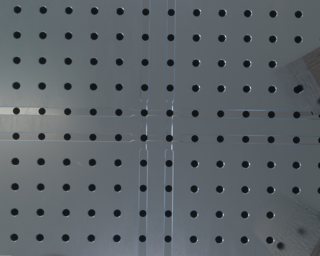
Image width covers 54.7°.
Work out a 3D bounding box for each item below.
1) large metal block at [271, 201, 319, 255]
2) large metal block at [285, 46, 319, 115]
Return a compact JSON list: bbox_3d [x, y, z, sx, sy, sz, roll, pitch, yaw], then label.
[{"bbox_3d":[0.194,0.148,0.387,0.050,0.080,0.080,28,90,0],"label":"large metal block"},{"bbox_3d":[0.228,-0.072,0.402,0.080,0.050,0.080,-30,90,0],"label":"large metal block"}]
